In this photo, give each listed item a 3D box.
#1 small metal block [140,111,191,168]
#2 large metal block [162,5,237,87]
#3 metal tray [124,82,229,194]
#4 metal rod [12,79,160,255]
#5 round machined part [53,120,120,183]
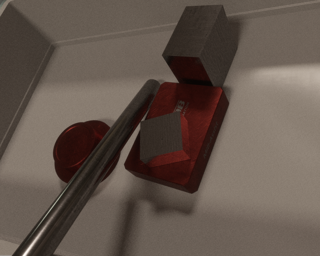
[{"bbox_3d":[0.005,0.013,0.354,0.050,0.025,0.050,-14,56,19],"label":"small metal block"},{"bbox_3d":[0.055,-0.098,0.401,0.050,0.080,0.080,12,68,33],"label":"large metal block"},{"bbox_3d":[0.022,0.006,0.386,0.090,0.030,0.130,11,67,32],"label":"metal tray"},{"bbox_3d":[-0.058,0.026,0.335,0.025,0.025,0.301,-5,33,26],"label":"metal rod"},{"bbox_3d":[-0.108,0.031,0.430,0.098,0.042,0.098,-13,56,20],"label":"round machined part"}]
